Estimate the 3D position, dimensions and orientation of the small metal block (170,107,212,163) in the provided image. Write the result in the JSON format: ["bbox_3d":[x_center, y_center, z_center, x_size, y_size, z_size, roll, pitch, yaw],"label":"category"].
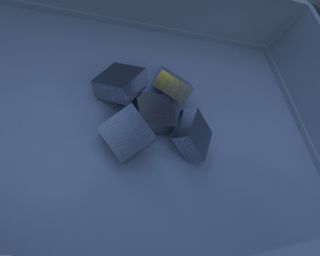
[{"bbox_3d":[0.043,0.010,0.406,0.050,0.025,0.050,55,42,-35],"label":"small metal block"}]

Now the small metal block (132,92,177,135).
[{"bbox_3d":[-0.010,-0.019,0.408,0.050,0.025,0.050,2,61,-28],"label":"small metal block"}]

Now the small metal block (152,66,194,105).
[{"bbox_3d":[0.017,-0.061,0.434,0.050,0.025,0.050,31,15,-9],"label":"small metal block"}]

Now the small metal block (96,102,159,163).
[{"bbox_3d":[-0.037,0.007,0.364,0.050,0.025,0.050,-36,81,-1],"label":"small metal block"}]

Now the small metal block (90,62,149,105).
[{"bbox_3d":[-0.050,-0.057,0.395,0.050,0.025,0.050,15,45,27],"label":"small metal block"}]
